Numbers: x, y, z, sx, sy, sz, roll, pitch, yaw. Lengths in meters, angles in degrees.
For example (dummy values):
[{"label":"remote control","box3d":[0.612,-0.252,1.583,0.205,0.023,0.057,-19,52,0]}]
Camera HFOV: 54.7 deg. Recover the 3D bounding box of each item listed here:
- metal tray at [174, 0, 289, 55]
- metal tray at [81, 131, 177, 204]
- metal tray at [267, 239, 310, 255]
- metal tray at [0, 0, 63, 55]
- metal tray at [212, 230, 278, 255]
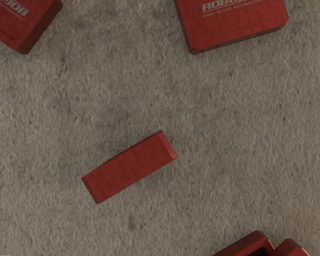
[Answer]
[{"label":"metal tray","box3d":[0.091,-0.159,0.409,0.131,0.030,0.090,-16,90,-1]},{"label":"metal tray","box3d":[-0.030,0.038,0.357,0.090,0.130,0.030,-30,90,0]},{"label":"metal tray","box3d":[0.146,0.214,0.379,0.130,0.030,0.090,-42,91,-1]},{"label":"metal tray","box3d":[-0.208,-0.170,0.404,0.130,0.030,0.090,35,90,-1]},{"label":"metal tray","box3d":[0.130,0.215,0.409,0.090,0.030,0.130,-30,90,-1]}]
